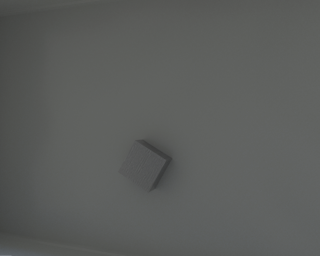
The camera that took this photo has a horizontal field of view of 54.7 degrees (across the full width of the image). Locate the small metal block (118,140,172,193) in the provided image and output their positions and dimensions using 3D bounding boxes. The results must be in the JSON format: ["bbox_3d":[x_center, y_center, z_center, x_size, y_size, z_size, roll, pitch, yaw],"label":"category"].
[{"bbox_3d":[-0.020,0.050,0.417,0.050,0.025,0.050,31,100,17],"label":"small metal block"}]
